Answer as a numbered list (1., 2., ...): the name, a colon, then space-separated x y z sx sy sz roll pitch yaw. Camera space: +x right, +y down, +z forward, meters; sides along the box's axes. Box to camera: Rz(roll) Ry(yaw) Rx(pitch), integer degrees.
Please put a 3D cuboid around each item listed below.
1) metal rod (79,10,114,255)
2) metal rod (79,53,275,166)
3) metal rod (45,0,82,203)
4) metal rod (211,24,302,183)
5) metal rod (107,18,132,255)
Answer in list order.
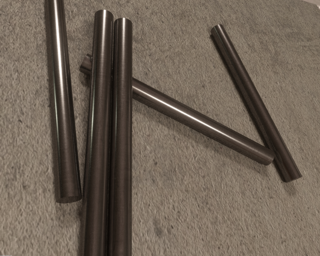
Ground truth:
1. metal rod: -0.069 -0.011 0.353 0.025 0.025 0.299 9 64 -24
2. metal rod: 0.032 -0.020 0.435 0.301 0.025 0.025 27 52 -12
3. metal rod: -0.121 -0.060 0.375 0.025 0.025 0.299 2 61 -28
4. metal rod: 0.154 -0.053 0.521 0.025 0.025 0.299 -7 65 -32
5. metal rod: -0.045 -0.003 0.361 0.025 0.025 0.299 9 64 -24
